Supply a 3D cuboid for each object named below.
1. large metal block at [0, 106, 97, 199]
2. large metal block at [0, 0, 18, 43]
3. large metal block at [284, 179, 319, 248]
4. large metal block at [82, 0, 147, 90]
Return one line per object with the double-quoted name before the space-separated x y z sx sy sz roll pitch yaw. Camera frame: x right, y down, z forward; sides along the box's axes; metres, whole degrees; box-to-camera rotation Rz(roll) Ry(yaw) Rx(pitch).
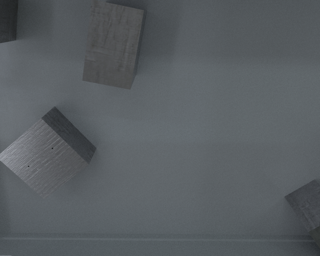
"large metal block" -0.146 0.032 0.408 0.080 0.050 0.080 -38 106 12
"large metal block" -0.212 -0.125 0.334 0.081 0.080 0.050 12 110 -5
"large metal block" 0.231 0.133 0.433 0.050 0.080 0.080 -35 107 12
"large metal block" -0.048 -0.095 0.346 0.050 0.080 0.079 11 110 -4
